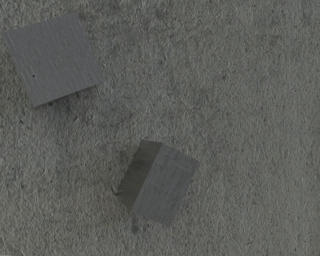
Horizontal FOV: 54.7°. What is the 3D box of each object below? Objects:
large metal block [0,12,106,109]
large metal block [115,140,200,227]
[{"bbox_3d":[-0.119,-0.074,0.352,0.081,0.050,0.080,-24,98,-18],"label":"large metal block"},{"bbox_3d":[-0.007,0.063,0.377,0.050,0.080,0.080,28,81,-18],"label":"large metal block"}]
